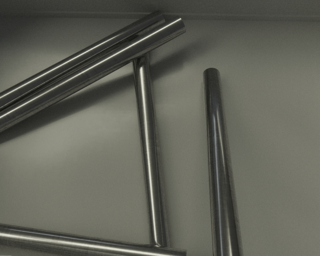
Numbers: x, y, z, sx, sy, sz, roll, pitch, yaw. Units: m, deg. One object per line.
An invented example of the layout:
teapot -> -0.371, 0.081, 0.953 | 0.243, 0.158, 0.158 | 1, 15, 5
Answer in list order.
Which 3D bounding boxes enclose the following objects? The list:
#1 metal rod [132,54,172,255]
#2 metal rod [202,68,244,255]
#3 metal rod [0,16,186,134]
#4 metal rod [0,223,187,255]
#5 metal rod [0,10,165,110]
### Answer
metal rod -> -0.014, 0.016, 0.403 | 0.025, 0.025, 0.299 | -6, 70, -3
metal rod -> 0.063, 0.030, 0.334 | 0.025, 0.025, 0.300 | 4, 45, 1
metal rod -> -0.101, -0.069, 0.415 | 0.301, 0.025, 0.025 | -30, 73, -4
metal rod -> -0.122, 0.128, 0.346 | 0.302, 0.025, 0.025 | 6, 70, 7
metal rod -> -0.124, -0.090, 0.440 | 0.301, 0.025, 0.025 | -32, 73, -11
